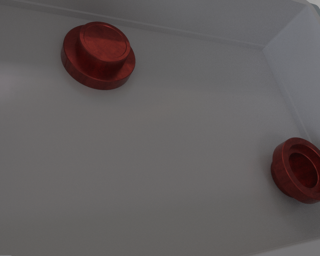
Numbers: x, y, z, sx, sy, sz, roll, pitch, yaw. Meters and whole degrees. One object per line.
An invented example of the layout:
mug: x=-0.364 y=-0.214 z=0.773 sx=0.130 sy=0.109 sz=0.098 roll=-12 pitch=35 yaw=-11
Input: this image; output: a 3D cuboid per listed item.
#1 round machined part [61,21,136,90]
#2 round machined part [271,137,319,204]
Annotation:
round machined part: x=-0.079 y=-0.103 z=0.415 sx=0.099 sy=0.042 sz=0.098 roll=14 pitch=56 yaw=-21
round machined part: x=0.208 y=0.067 z=0.466 sx=0.099 sy=0.042 sz=0.098 roll=14 pitch=56 yaw=-21
